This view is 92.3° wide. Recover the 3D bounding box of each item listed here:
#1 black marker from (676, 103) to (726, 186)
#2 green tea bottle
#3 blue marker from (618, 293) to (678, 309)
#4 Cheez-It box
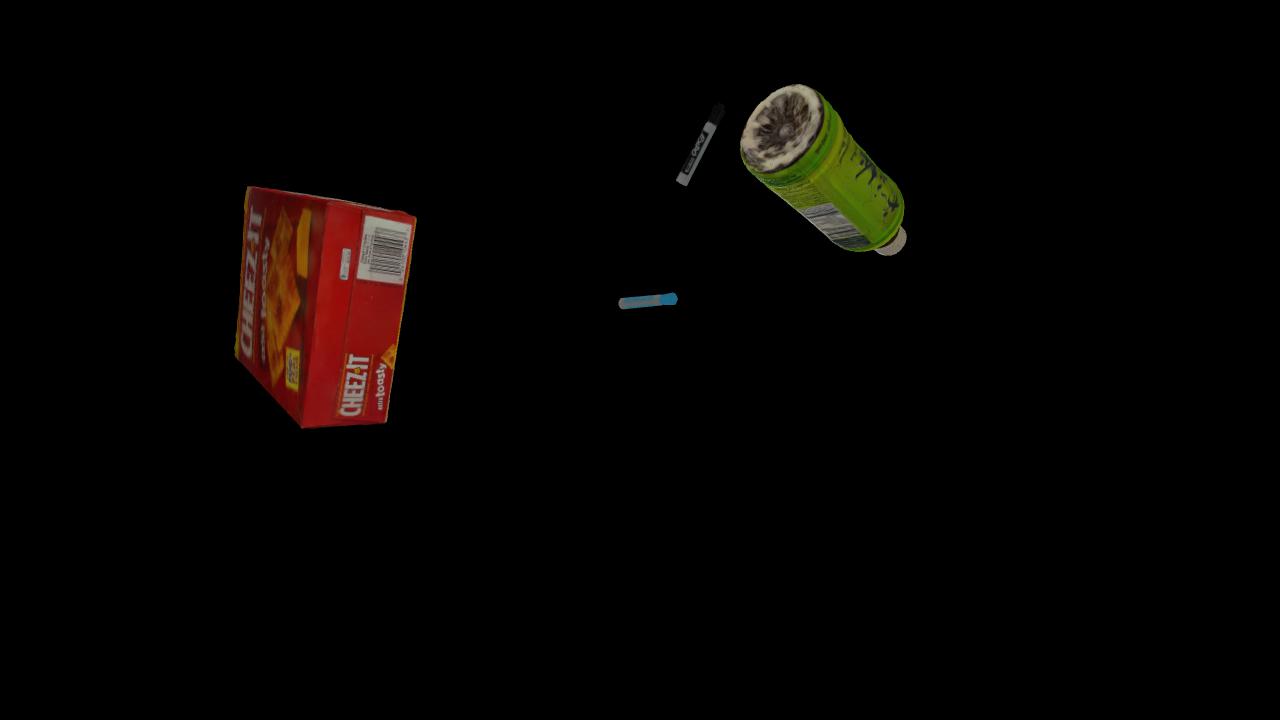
[{"bbox_3d":[0.088,-0.309,0.883,0.020,0.121,0.020,25,22,-11],"label":"black marker"},{"bbox_3d":[0.164,-0.136,0.501,0.073,0.073,0.212,0,-15,41],"label":"green tea bottle"},{"bbox_3d":[0.013,-0.092,0.965,0.020,0.020,0.121,0,0,-43],"label":"blue marker"},{"bbox_3d":[-0.277,-0.055,0.520,0.071,0.166,0.223,3,12,-45],"label":"Cheez-It box"}]
